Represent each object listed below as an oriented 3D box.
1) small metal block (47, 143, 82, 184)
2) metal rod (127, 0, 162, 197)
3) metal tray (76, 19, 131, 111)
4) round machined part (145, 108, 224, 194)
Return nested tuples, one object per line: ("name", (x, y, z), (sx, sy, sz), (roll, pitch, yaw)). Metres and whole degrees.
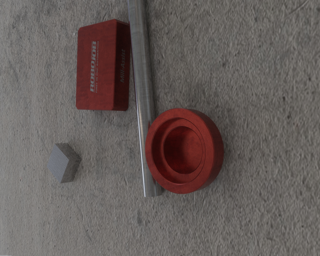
("small metal block", (-0.169, 0.061, 0.545), (0.050, 0.025, 0.050), (38, 113, 33))
("metal rod", (-0.023, -0.059, 0.423), (0.025, 0.025, 0.298), (-9, 84, 39))
("metal tray", (-0.088, -0.092, 0.475), (0.090, 0.030, 0.129), (4, 92, 40))
("round machined part", (0.032, 0.026, 0.367), (0.098, 0.042, 0.097), (0, 90, 40))
